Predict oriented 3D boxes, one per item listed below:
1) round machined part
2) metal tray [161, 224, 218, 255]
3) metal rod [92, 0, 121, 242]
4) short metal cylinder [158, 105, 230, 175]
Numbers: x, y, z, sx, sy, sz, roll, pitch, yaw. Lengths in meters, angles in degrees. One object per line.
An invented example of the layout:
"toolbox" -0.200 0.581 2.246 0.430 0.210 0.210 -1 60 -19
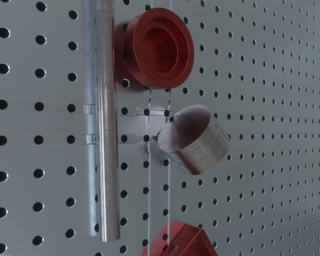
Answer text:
"round machined part" -0.005 -0.097 0.393 0.099 0.042 0.097 0 90 -40
"metal tray" 0.029 0.213 0.430 0.131 0.030 0.090 -41 115 -32
"metal rod" -0.062 -0.021 0.357 0.025 0.025 0.298 -2 92 -40
"short metal cylinder" 0.044 0.015 0.411 0.050 0.080 0.080 49 61 -29
